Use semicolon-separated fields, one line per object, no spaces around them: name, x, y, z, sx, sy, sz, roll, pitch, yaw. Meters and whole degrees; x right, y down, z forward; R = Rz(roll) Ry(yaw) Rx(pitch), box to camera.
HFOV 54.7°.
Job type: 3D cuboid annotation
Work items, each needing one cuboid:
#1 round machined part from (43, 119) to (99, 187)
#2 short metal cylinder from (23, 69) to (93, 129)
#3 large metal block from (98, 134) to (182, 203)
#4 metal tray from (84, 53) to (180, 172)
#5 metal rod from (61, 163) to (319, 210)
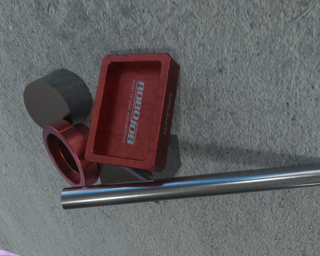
round machined part;-0.112;0.032;0.417;0.098;0.042;0.097;30;136;34
short metal cylinder;-0.144;-0.038;0.442;0.080;0.050;0.079;13;124;20
large metal block;-0.025;0.047;0.413;0.080;0.080;0.050;5;121;25
metal tray;-0.032;-0.019;0.359;0.090;0.030;0.129;5;81;25
metal rod;0.039;0.066;0.351;0.302;0.025;0.025;-6;118;3
